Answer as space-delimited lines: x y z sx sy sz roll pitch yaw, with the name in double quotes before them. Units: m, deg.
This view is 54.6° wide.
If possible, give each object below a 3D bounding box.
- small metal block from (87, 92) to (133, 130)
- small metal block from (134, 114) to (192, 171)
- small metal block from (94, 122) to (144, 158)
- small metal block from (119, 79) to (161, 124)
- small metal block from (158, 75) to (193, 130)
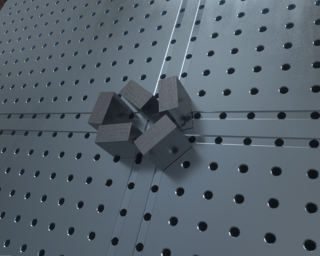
"small metal block" -0.069 -0.017 0.440 0.025 0.050 0.050 3 64 30
"small metal block" 0.005 0.019 0.378 0.050 0.050 0.025 -41 50 1
"small metal block" -0.048 0.018 0.407 0.050 0.050 0.025 -5 60 26
"small metal block" -0.021 -0.033 0.425 0.025 0.050 0.050 -48 52 -4
"small metal block" 0.020 -0.031 0.401 0.025 0.050 0.050 -15 55 20
